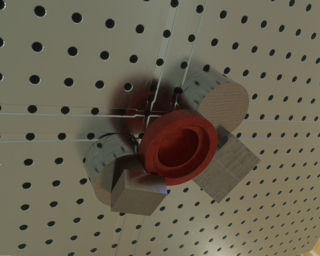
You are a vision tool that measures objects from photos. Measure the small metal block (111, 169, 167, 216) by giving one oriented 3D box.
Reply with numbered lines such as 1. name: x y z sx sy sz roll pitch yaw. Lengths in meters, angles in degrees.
1. small metal block: -0.026 0.077 0.364 0.050 0.025 0.050 13 132 -21

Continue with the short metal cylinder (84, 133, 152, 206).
1. short metal cylinder: -0.051 0.054 0.400 0.081 0.050 0.079 -14 124 -21

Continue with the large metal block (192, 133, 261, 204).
1. large metal block: 0.086 0.050 0.445 0.050 0.080 0.080 43 95 -5

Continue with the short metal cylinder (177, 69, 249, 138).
1. short metal cylinder: 0.070 -0.032 0.413 0.081 0.050 0.079 -14 124 -21

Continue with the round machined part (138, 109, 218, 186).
1. round machined part: 0.019 0.020 0.385 0.099 0.042 0.097 -14 124 -21
